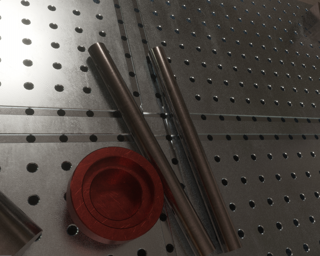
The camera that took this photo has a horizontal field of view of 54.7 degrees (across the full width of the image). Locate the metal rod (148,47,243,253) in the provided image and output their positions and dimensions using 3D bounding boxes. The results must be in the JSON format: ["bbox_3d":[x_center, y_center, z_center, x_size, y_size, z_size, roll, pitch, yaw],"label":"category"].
[{"bbox_3d":[0.040,0.014,0.422,0.025,0.025,0.299,-6,65,-31],"label":"metal rod"}]

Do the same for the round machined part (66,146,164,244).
[{"bbox_3d":[-0.049,0.072,0.328,0.099,0.042,0.098,14,56,-21],"label":"round machined part"}]

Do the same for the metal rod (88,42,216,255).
[{"bbox_3d":[-0.018,0.016,0.389,0.025,0.025,0.299,-18,71,-35],"label":"metal rod"}]

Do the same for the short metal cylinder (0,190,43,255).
[{"bbox_3d":[-0.141,0.094,0.240,0.050,0.080,0.080,43,51,1],"label":"short metal cylinder"}]

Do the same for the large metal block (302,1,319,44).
[{"bbox_3d":[0.407,-0.254,0.771,0.080,0.050,0.080,26,53,-13],"label":"large metal block"}]
